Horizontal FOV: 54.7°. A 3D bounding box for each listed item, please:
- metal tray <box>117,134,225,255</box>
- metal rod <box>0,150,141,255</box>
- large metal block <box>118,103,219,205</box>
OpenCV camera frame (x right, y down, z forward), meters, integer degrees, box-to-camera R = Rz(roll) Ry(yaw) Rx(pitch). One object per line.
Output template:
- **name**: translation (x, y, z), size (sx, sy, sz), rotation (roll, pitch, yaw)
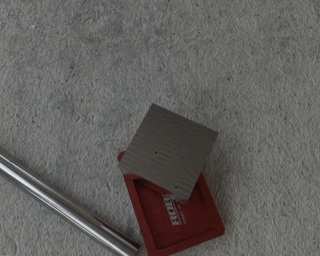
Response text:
- **metal tray**: translation (0.011, 0.080, 0.376), size (0.091, 0.030, 0.130), rotation (-18, 71, -7)
- **metal rod**: translation (-0.156, 0.071, 0.380), size (0.301, 0.025, 0.025), rotation (30, 73, 10)
- **large metal block**: translation (0.010, 0.030, 0.351), size (0.080, 0.050, 0.080), rotation (25, 72, 8)
